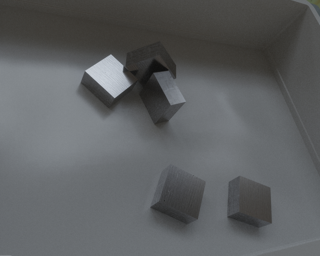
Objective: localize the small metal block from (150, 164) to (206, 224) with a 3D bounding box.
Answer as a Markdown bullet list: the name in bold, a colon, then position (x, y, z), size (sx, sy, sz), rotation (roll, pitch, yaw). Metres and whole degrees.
- **small metal block**: position (0.023, 0.079, 0.369), size (0.050, 0.025, 0.050), rotation (28, 52, -11)

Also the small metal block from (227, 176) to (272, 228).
- **small metal block**: position (0.118, 0.098, 0.409), size (0.050, 0.025, 0.050), rotation (22, 53, -15)

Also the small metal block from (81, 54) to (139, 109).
- **small metal block**: position (-0.066, -0.062, 0.408), size (0.050, 0.025, 0.050), rotation (43, 51, 1)

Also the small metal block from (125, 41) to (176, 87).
- **small metal block**: position (-0.011, -0.085, 0.422), size (0.050, 0.050, 0.025), rotation (47, 37, -49)

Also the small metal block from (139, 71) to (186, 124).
- **small metal block**: position (0.002, -0.040, 0.415), size (0.025, 0.050, 0.050), rotation (-15, 70, -34)
